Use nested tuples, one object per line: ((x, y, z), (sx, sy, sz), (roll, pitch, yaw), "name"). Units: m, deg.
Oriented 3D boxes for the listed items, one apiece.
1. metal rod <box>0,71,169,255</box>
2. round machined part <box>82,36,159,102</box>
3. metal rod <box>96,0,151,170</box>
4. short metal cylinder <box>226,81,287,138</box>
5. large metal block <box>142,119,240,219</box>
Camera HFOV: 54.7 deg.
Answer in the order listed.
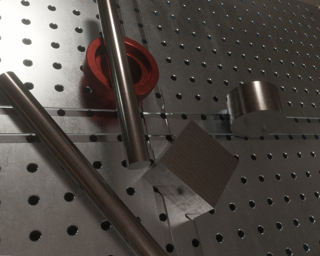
((-0.076, 0.057, 0.333), (0.300, 0.025, 0.025), (48, 51, 5), "metal rod")
((-0.054, -0.074, 0.414), (0.099, 0.042, 0.098), (14, 56, -21), "round machined part")
((-0.054, -0.093, 0.382), (0.025, 0.025, 0.299), (1, 61, -28), "metal rod")
((0.143, -0.026, 0.469), (0.081, 0.080, 0.050), (12, 57, -22), "short metal cylinder")
((0.039, 0.050, 0.384), (0.080, 0.050, 0.080), (41, 51, 0), "large metal block")
